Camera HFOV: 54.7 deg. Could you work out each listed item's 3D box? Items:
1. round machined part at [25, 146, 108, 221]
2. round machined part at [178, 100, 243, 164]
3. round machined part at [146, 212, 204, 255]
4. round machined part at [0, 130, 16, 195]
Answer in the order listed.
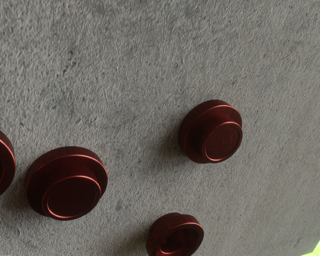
[{"bbox_3d":[-0.112,0.074,0.381,0.099,0.042,0.097,-14,124,-21],"label":"round machined part"},{"bbox_3d":[0.079,0.012,0.446,0.099,0.042,0.097,-14,124,-21],"label":"round machined part"},{"bbox_3d":[0.021,0.181,0.519,0.099,0.042,0.097,-14,124,-21],"label":"round machined part"},{"bbox_3d":[-0.199,0.032,0.307,0.099,0.042,0.097,-14,124,-21],"label":"round machined part"}]
